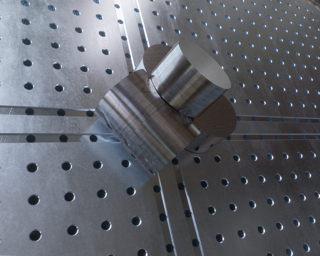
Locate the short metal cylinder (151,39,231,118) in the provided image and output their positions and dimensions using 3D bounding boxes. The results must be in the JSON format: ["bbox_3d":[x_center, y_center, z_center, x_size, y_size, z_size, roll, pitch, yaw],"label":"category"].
[{"bbox_3d":[0.037,-0.059,0.367,0.080,0.050,0.080,31,32,-22],"label":"short metal cylinder"}]

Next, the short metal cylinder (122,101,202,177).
[{"bbox_3d":[0.003,0.013,0.368,0.050,0.080,0.080,47,51,4],"label":"short metal cylinder"}]

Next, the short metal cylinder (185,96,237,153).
[{"bbox_3d":[0.058,-0.012,0.431,0.081,0.050,0.080,14,56,-21],"label":"short metal cylinder"}]

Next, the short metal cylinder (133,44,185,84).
[{"bbox_3d":[0.004,-0.071,0.437,0.081,0.050,0.080,14,56,-21],"label":"short metal cylinder"}]

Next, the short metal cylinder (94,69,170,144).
[{"bbox_3d":[-0.031,-0.025,0.373,0.050,0.080,0.080,47,51,4],"label":"short metal cylinder"}]
